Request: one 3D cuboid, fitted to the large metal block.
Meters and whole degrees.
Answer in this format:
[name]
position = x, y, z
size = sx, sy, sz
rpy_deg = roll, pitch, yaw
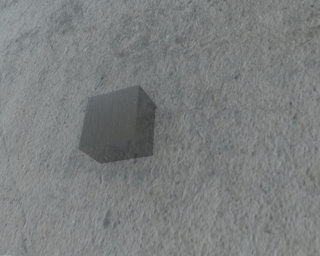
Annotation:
[large metal block]
position = -0.055, -0.003, 0.417
size = 0.080, 0.050, 0.080
rpy_deg = -11, 57, 22
